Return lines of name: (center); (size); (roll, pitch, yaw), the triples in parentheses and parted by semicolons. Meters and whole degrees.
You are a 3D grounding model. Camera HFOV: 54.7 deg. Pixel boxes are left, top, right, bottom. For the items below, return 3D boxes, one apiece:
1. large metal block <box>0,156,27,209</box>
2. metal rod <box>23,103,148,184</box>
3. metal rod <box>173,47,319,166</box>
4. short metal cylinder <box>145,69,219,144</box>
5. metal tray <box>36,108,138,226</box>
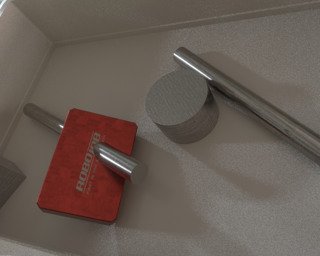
large metal block: (-0.265, 0.079, 0.458); (0.050, 0.080, 0.080); (29, 78, 37)
metal rod: (-0.125, 0.009, 0.440); (0.300, 0.025, 0.025); (22, 73, 43)
metal rod: (0.113, -0.025, 0.361); (0.025, 0.025, 0.300); (-43, 51, -2)
short metal cylinder: (0.029, -0.026, 0.390); (0.080, 0.050, 0.080); (-13, 56, 20)
metal tray: (-0.086, 0.046, 0.387); (0.091, 0.030, 0.130); (14, 63, -6)
